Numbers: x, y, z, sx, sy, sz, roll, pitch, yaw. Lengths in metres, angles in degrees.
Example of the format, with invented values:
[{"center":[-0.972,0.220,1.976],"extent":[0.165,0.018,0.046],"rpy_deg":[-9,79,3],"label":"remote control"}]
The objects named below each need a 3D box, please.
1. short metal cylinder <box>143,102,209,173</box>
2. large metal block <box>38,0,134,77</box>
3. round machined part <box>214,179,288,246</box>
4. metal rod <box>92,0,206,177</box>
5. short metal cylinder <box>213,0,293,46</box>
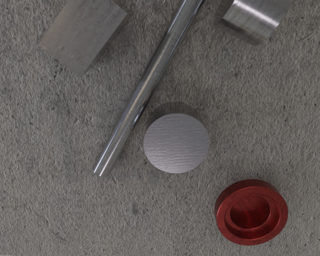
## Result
[{"center":[0.020,0.011,0.401],"extent":[0.081,0.050,0.079],"rpy_deg":[0,110,0],"label":"short metal cylinder"},{"center":[-0.076,-0.110,0.339],"extent":[0.050,0.080,0.080],"rpy_deg":[38,106,-13],"label":"large metal block"},{"center":[0.127,0.116,0.445],"extent":[0.099,0.042,0.097],"rpy_deg":[0,110,0],"label":"round machined part"},{"center":[-0.011,-0.063,0.386],"extent":[0.025,0.025,0.298],"rpy_deg":[27,108,-10],"label":"metal rod"},{"center":[0.100,-0.136,0.332],"extent":[0.050,0.080,0.080],"rpy_deg":[25,108,-9],"label":"short metal cylinder"}]
